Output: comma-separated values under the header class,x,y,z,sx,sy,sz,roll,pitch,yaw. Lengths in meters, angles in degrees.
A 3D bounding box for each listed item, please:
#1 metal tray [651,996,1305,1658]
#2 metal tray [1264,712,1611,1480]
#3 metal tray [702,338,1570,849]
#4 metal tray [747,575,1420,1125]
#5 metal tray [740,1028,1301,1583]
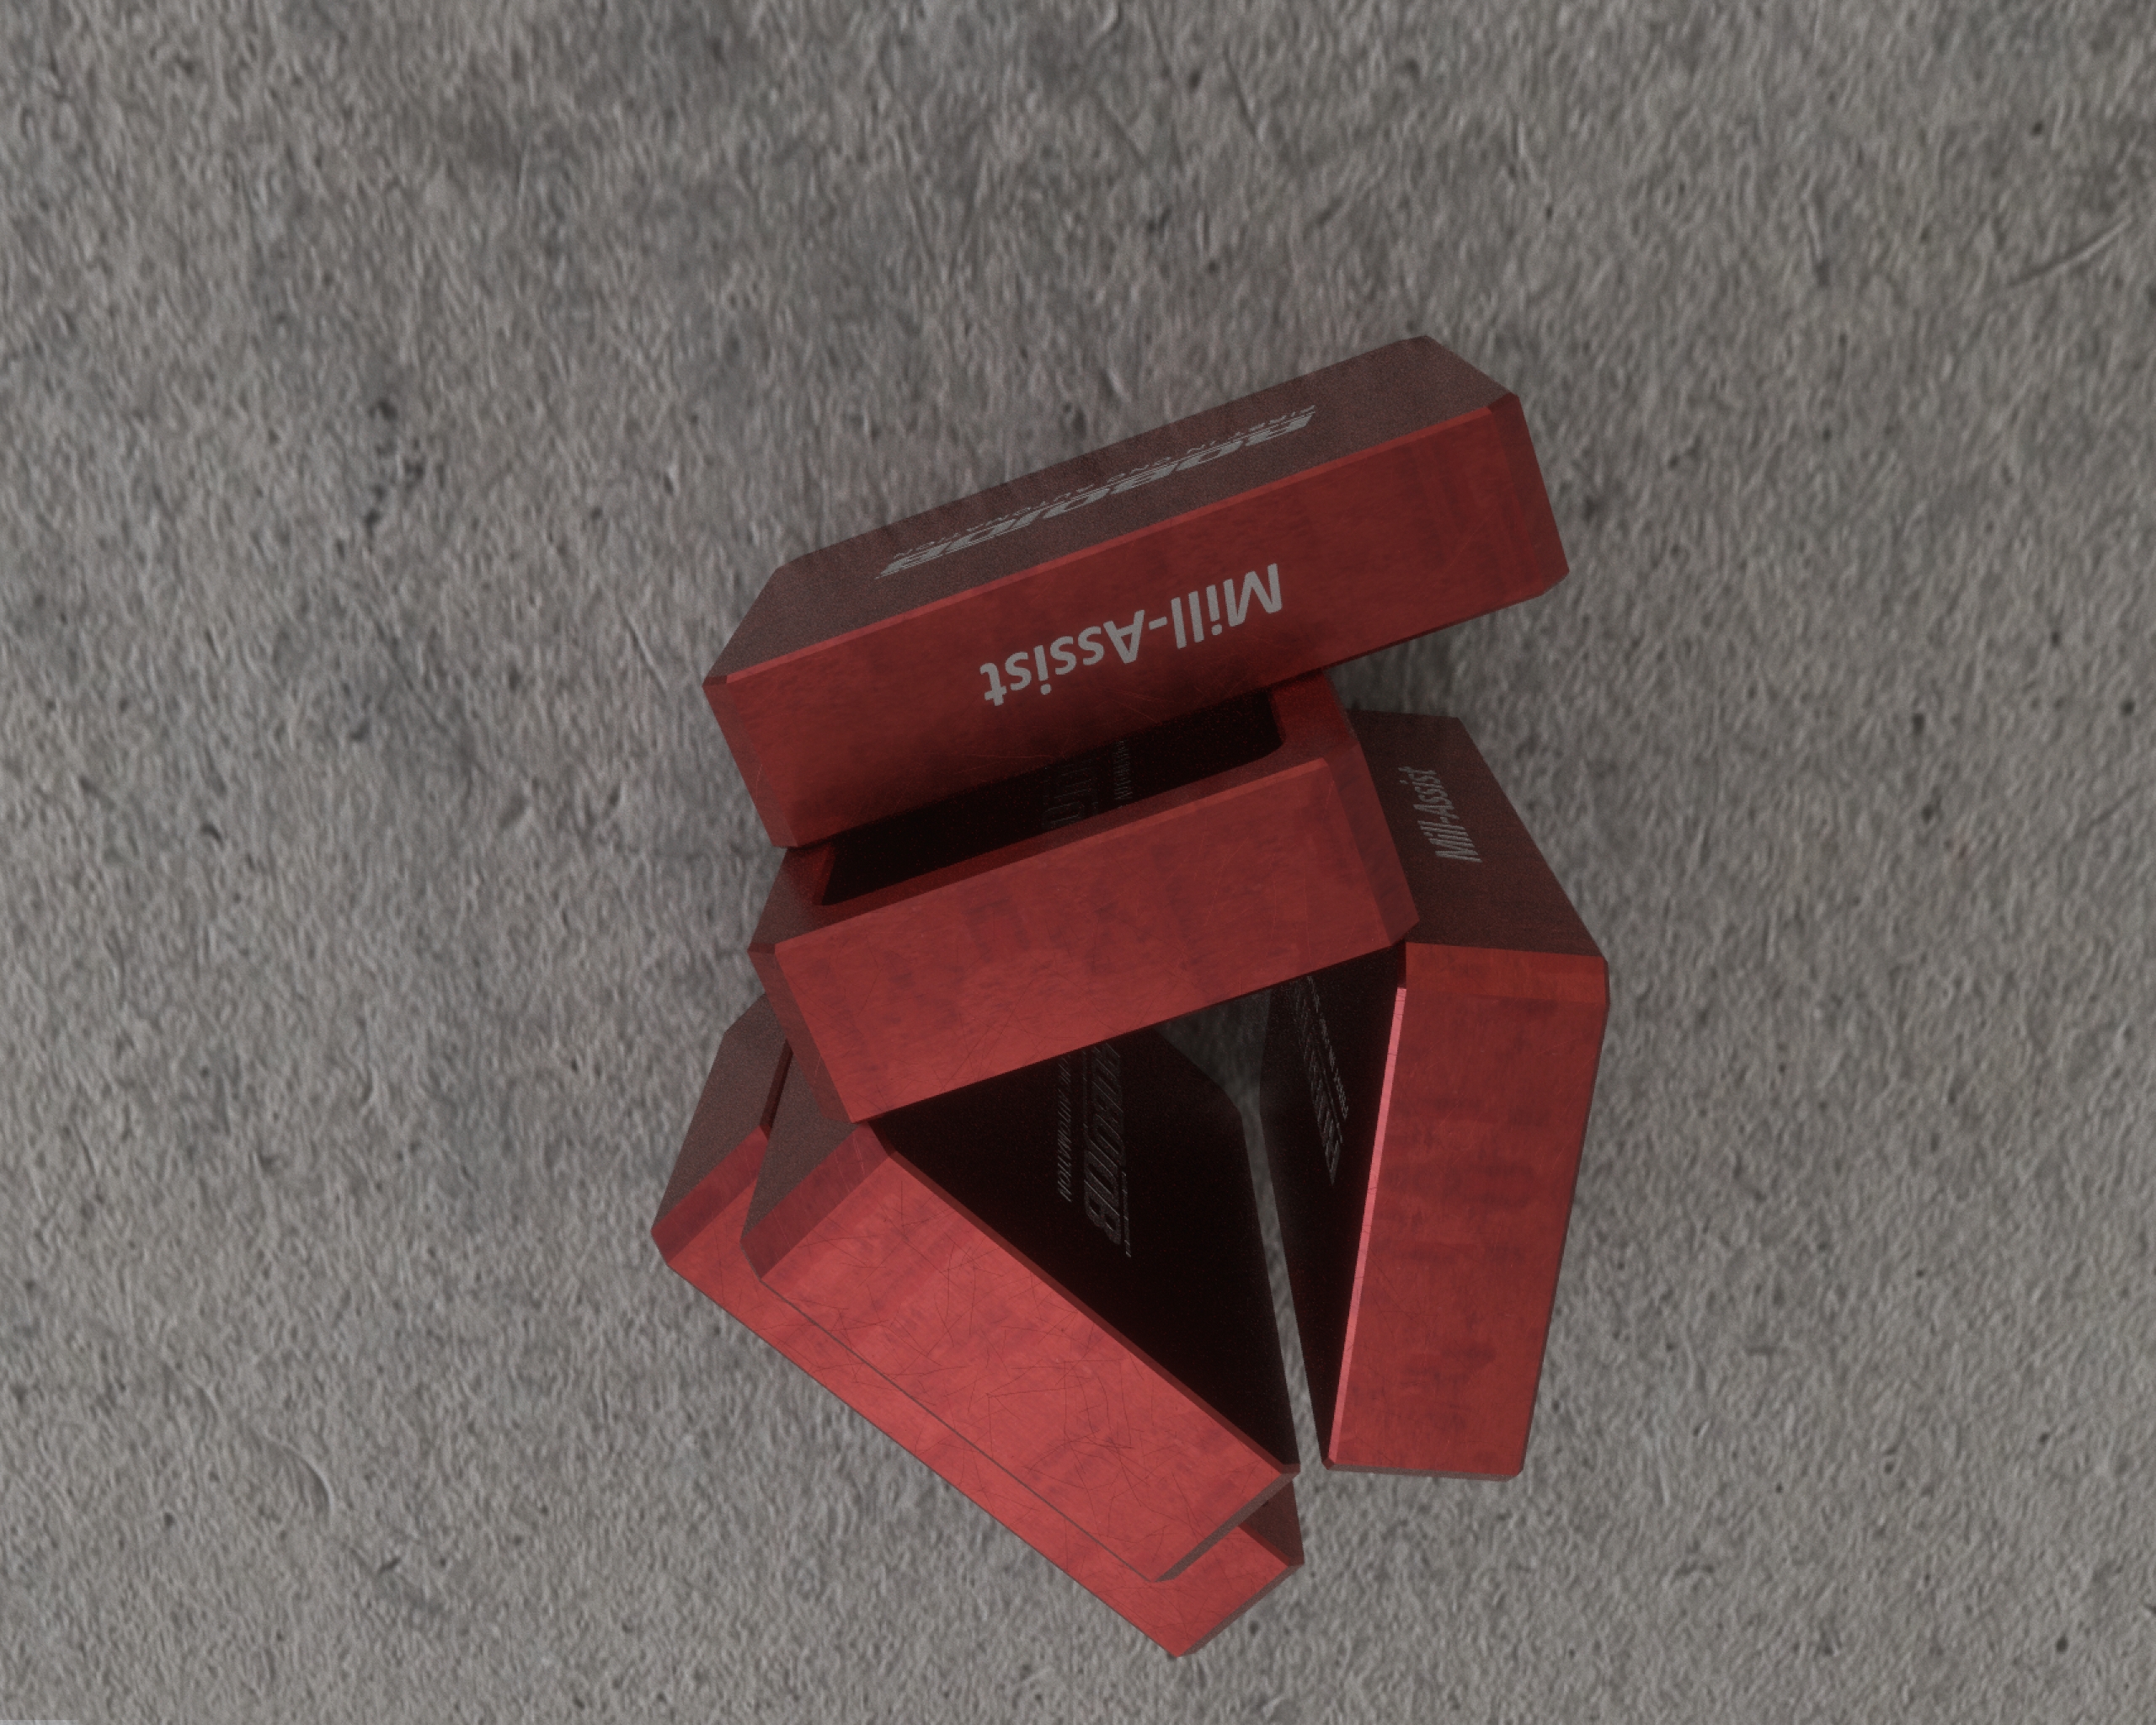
class,x,y,z,sx,sy,sz,roll,pitch,yaw
metal tray,-0.016,0.081,0.404,0.130,0.090,0.030,42,105,-14
metal tray,0.057,0.033,0.366,0.030,0.130,0.089,4,110,-2
metal tray,0.008,-0.049,0.356,0.130,0.090,0.030,-19,109,6
metal tray,0.001,-0.010,0.350,0.090,0.130,0.030,-19,109,7
metal tray,-0.008,0.055,0.374,0.090,0.130,0.030,42,105,-14
